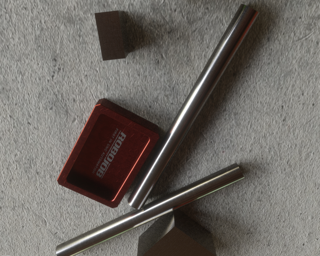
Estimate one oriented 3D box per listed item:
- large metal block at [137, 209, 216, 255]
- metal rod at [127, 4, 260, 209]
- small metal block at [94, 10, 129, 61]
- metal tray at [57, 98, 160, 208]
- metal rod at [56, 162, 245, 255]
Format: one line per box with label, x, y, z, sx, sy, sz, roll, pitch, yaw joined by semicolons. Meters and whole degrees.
large metal block;0.024;0.177;0.462;0.080;0.050;0.080;39;105;-14
metal rod;0.035;-0.014;0.404;0.025;0.025;0.298;27;108;-10
small metal block;-0.054;-0.107;0.356;0.025;0.050;0.050;-6;110;2
metal tray;-0.070;0.036;0.419;0.090;0.030;0.129;28;107;-10
metal rod;-0.020;0.126;0.456;0.301;0.025;0.025;-27;108;9
